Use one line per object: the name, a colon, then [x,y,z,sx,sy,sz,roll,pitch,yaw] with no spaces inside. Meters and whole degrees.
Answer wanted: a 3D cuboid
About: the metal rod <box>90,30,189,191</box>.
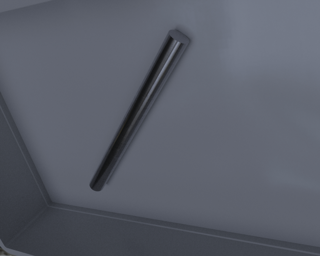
metal rod: [-0.043,-0.002,0.428,0.025,0.025,0.298,36,129,4]
